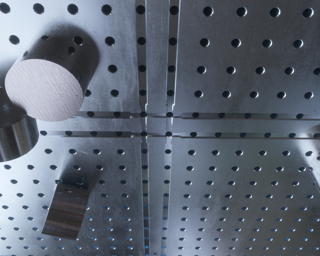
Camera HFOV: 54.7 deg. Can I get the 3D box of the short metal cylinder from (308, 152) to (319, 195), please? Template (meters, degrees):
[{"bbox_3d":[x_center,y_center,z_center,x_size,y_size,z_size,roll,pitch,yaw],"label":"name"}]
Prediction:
[{"bbox_3d":[0.270,0.070,0.458,0.081,0.050,0.079,0,130,0],"label":"short metal cylinder"}]

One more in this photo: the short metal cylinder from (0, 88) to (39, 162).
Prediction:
[{"bbox_3d":[-0.191,-0.005,0.369,0.081,0.080,0.050,5,130,-4],"label":"short metal cylinder"}]

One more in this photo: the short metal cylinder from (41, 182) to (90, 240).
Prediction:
[{"bbox_3d":[-0.147,0.129,0.484,0.050,0.080,0.079,18,128,-15],"label":"short metal cylinder"}]

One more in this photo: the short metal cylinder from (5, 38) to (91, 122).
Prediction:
[{"bbox_3d":[-0.123,-0.053,0.348,0.081,0.050,0.079,0,130,0],"label":"short metal cylinder"}]
